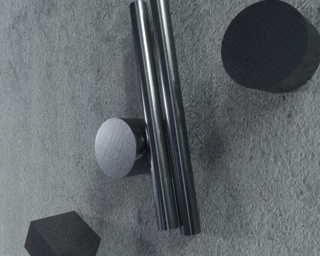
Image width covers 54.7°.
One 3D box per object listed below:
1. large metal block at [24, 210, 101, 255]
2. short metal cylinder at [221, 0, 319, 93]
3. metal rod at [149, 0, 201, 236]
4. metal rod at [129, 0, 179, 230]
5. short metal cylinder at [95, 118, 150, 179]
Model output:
[{"bbox_3d":[-0.156,0.185,0.498,0.080,0.081,0.050,31,110,35],"label":"large metal block"},{"bbox_3d":[0.107,-0.075,0.300,0.080,0.050,0.079,0,90,40],"label":"short metal cylinder"},{"bbox_3d":[0.018,-0.021,0.390,0.025,0.025,0.298,-13,82,39],"label":"metal rod"},{"bbox_3d":[-0.010,-0.025,0.400,0.025,0.025,0.299,-17,75,38],"label":"metal rod"},{"bbox_3d":[-0.044,0.026,0.425,0.080,0.050,0.079,0,90,40],"label":"short metal cylinder"}]
